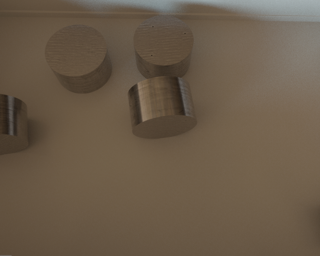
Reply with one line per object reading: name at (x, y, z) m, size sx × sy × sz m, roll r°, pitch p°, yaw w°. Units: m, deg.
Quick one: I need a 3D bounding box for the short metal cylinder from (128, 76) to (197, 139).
short metal cylinder at (0.002, -0.023, 0.389) m, size 0.081 × 0.080 × 0.050 m, roll -8°, pitch 70°, yaw -3°

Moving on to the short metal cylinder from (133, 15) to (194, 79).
short metal cylinder at (0.005, -0.110, 0.437) m, size 0.081 × 0.050 × 0.080 m, roll 0°, pitch 70°, yaw 0°

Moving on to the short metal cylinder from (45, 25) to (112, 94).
short metal cylinder at (-0.110, -0.095, 0.430) m, size 0.081 × 0.050 × 0.080 m, roll 0°, pitch 70°, yaw 0°

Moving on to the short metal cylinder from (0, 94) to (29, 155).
short metal cylinder at (-0.206, -0.002, 0.379) m, size 0.081 × 0.080 × 0.050 m, roll -9°, pitch 71°, yaw -4°
